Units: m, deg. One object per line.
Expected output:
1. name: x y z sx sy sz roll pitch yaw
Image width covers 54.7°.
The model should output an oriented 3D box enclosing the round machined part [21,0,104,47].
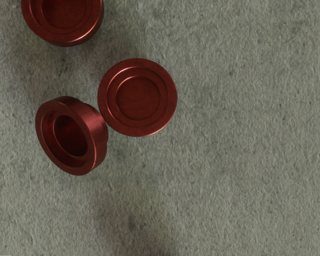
1. round machined part: -0.121 -0.153 0.400 0.099 0.042 0.097 0 90 -1

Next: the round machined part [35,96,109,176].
1. round machined part: -0.103 0.006 0.384 0.098 0.042 0.097 14 119 27

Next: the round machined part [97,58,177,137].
1. round machined part: -0.028 -0.038 0.401 0.099 0.042 0.097 0 90 -1
